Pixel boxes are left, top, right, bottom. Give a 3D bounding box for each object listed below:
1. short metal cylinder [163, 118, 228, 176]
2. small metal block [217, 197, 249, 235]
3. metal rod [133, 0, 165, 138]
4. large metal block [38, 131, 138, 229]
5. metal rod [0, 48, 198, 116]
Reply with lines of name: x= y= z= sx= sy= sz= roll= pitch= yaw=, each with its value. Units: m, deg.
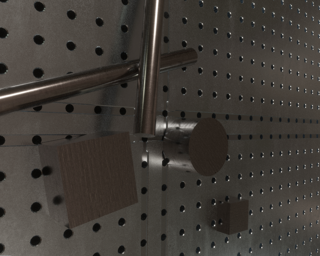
short metal cylinder: x=0.051 y=0.025 z=0.438 sx=0.081 sy=0.050 sz=0.079 roll=0 pitch=90 yaw=-40
small metal block: x=0.122 y=0.145 z=0.515 sx=0.050 sy=0.025 sz=0.050 roll=3 pitch=88 yaw=-40
metal rod: x=-0.008 y=-0.137 z=0.380 sx=0.025 sy=0.025 sz=0.299 roll=15 pitch=74 yaw=-39
large metal block: x=-0.075 y=0.049 z=0.331 sx=0.081 sy=0.050 sz=0.079 roll=-12 pitch=98 yaw=-40
metal rod: x=-0.065 y=-0.058 z=0.355 sx=0.302 sy=0.025 sz=0.025 roll=-23 pitch=105 yaw=-38
